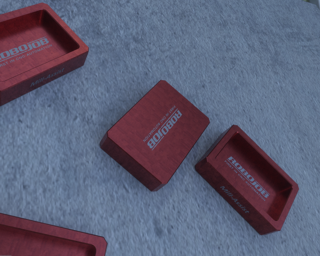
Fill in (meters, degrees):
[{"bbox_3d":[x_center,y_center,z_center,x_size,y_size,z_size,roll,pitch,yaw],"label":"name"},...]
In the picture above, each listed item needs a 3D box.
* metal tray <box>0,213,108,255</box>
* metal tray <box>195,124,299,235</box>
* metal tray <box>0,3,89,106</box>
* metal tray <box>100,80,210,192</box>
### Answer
[{"bbox_3d":[-0.119,0.126,0.259,0.131,0.030,0.090,20,54,-17],"label":"metal tray"},{"bbox_3d":[0.122,0.068,0.426,0.130,0.030,0.090,45,51,3],"label":"metal tray"},{"bbox_3d":[-0.163,-0.093,0.369,0.090,0.030,0.131,47,51,4],"label":"metal tray"},{"bbox_3d":[-0.001,0.005,0.398,0.090,0.030,0.131,41,51,-1],"label":"metal tray"}]
